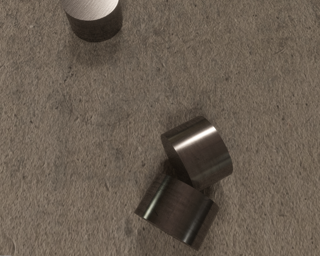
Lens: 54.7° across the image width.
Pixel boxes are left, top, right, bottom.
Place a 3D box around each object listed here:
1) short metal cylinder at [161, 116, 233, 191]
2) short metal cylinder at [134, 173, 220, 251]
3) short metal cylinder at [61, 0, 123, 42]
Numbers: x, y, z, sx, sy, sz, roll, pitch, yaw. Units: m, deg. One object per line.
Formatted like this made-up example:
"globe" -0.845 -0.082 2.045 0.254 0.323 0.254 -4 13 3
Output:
"short metal cylinder" 0.042 0.032 0.368 0.050 0.080 0.080 -27 73 -10
"short metal cylinder" 0.019 0.093 0.345 0.080 0.080 0.050 29 73 9
"short metal cylinder" -0.098 -0.175 0.458 0.081 0.050 0.080 0 70 0
